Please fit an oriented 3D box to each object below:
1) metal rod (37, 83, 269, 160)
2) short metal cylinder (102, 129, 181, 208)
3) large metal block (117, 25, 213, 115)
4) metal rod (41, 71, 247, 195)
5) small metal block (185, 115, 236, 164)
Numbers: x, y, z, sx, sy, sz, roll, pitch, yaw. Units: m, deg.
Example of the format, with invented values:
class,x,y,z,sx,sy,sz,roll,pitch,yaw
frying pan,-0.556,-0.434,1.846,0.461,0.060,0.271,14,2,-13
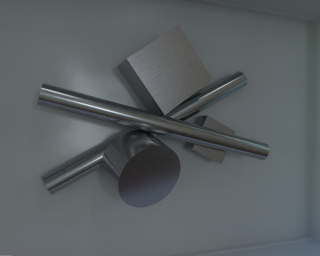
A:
class,x,y,z,sx,sy,sz,roll,pitch,yaw
metal rod,0.008,-0.002,0.386,0.302,0.025,0.025,14,85,-20
short metal cylinder,-0.023,0.047,0.373,0.081,0.050,0.079,-14,119,-27
large metal block,0.006,-0.071,0.398,0.080,0.050,0.080,-38,103,-16
metal rod,-0.006,-0.002,0.407,0.302,0.025,0.025,-29,100,-18
small metal block,0.071,0.016,0.435,0.050,0.025,0.050,28,81,-18
